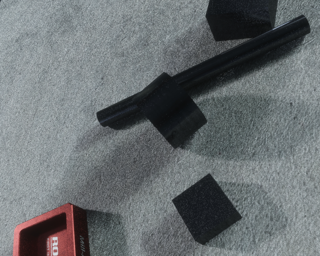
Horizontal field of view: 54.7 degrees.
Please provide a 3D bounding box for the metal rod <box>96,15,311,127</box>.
[{"bbox_3d":[0.048,-0.071,0.421,0.301,0.025,0.025,-24,53,13],"label":"metal rod"}]

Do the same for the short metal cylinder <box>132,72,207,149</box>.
[{"bbox_3d":[0.011,-0.021,0.374,0.050,0.080,0.080,-41,51,0],"label":"short metal cylinder"}]

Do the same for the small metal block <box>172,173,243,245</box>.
[{"bbox_3d":[0.049,0.085,0.326,0.050,0.025,0.050,-36,51,3],"label":"small metal block"}]

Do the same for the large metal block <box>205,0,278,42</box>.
[{"bbox_3d":[0.117,-0.172,0.432,0.080,0.050,0.080,2,63,29],"label":"large metal block"}]

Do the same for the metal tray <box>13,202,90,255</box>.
[{"bbox_3d":[-0.128,0.165,0.364,0.090,0.030,0.130,-25,53,12],"label":"metal tray"}]
